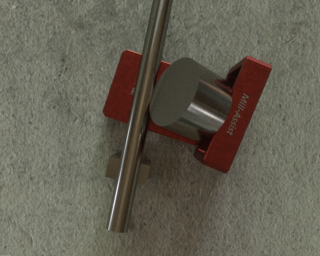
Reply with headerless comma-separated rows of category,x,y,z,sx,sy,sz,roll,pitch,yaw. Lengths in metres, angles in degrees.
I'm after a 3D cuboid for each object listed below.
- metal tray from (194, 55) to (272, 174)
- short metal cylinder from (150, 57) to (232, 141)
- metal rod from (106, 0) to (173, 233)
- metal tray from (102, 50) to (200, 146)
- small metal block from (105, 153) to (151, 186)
metal tray,0.084,-0.015,0.380,0.030,0.090,0.129,23,90,0
short metal cylinder,0.033,-0.031,0.347,0.050,0.080,0.080,23,90,-33
metal rod,-0.021,-0.030,0.372,0.025,0.025,0.299,11,81,-1
metal tray,0.002,-0.039,0.408,0.131,0.030,0.090,18,90,-1
small metal block,-0.039,0.052,0.398,0.050,0.050,0.025,13,90,-1
